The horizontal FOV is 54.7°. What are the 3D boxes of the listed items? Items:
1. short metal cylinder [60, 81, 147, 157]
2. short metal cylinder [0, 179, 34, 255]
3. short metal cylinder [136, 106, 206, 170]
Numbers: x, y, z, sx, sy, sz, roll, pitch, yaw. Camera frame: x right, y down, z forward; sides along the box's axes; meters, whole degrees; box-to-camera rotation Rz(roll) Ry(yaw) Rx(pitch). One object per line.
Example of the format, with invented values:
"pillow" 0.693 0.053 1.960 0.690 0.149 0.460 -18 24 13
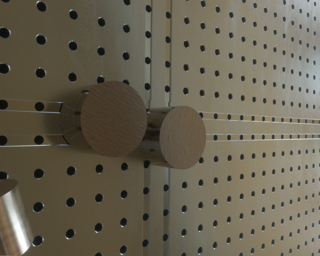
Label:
"short metal cylinder" -0.061 -0.009 0.341 0.081 0.050 0.079 0 90 -40
"short metal cylinder" -0.150 0.080 0.248 0.081 0.080 0.050 -20 103 -38
"short metal cylinder" 0.014 0.012 0.404 0.081 0.050 0.079 0 90 -40
